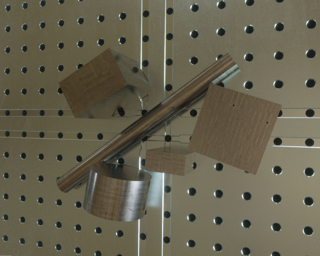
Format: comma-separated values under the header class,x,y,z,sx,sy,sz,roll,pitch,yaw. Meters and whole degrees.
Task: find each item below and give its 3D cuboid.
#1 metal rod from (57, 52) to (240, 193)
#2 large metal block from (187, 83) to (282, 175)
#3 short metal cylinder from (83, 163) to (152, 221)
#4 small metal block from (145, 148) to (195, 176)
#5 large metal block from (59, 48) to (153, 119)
class,x,y,z,sx,sy,sz,roll,pitch,yaw
metal rod,-0.027,0.001,0.420,0.300,0.025,0.025,-36,79,16
large metal block,0.088,0.000,0.365,0.080,0.050,0.080,20,97,18
short metal cylinder,-0.055,0.081,0.401,0.080,0.080,0.050,12,94,19
small metal block,0.014,0.042,0.394,0.050,0.050,0.025,6,92,19
large metal block,-0.068,-0.053,0.407,0.080,0.080,0.050,-30,81,17
